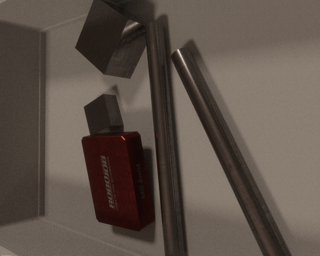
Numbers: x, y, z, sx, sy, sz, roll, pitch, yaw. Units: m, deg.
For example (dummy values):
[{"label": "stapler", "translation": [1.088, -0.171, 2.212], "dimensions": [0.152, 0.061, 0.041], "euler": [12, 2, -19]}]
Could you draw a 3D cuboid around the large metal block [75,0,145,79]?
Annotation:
[{"label": "large metal block", "translation": [-0.067, -0.128, 0.443], "dimensions": [0.080, 0.050, 0.080], "euler": [43, 116, 31]}]

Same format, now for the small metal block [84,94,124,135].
[{"label": "small metal block", "translation": [-0.087, -0.019, 0.476], "dimensions": [0.050, 0.025, 0.050], "euler": [-26, 74, 36]}]

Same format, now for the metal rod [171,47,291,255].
[{"label": "metal rod", "translation": [0.080, 0.040, 0.339], "dimensions": [0.025, 0.025, 0.299], "euler": [-35, 69, 34]}]

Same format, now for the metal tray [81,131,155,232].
[{"label": "metal tray", "translation": [-0.060, 0.072, 0.435], "dimensions": [0.090, 0.030, 0.129], "euler": [-3, 99, 39]}]

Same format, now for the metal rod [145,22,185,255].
[{"label": "metal rod", "translation": [0.006, 0.012, 0.400], "dimensions": [0.025, 0.025, 0.298], "euler": [-9, 85, 39]}]
